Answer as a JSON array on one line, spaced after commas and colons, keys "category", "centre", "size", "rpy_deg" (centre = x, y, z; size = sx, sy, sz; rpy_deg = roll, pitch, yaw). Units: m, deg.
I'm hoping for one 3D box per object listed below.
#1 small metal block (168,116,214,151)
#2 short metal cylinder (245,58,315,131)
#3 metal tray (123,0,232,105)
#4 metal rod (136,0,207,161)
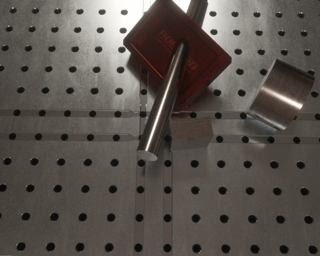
[{"category": "small metal block", "centre": [0.038, 0.008, 0.396], "size": [0.050, 0.050, 0.025], "rpy_deg": [-6, 71, -3]}, {"category": "short metal cylinder", "centre": [0.153, -0.042, 0.400], "size": [0.050, 0.080, 0.080], "rpy_deg": [29, 72, 9]}, {"category": "metal tray", "centre": [0.021, -0.106, 0.425], "size": [0.090, 0.030, 0.130], "rpy_deg": [-46, 74, 18]}, {"category": "metal rod", "centre": [0.026, -0.093, 0.419], "size": [0.025, 0.025, 0.300], "rpy_deg": [15, 61, 5]}]
